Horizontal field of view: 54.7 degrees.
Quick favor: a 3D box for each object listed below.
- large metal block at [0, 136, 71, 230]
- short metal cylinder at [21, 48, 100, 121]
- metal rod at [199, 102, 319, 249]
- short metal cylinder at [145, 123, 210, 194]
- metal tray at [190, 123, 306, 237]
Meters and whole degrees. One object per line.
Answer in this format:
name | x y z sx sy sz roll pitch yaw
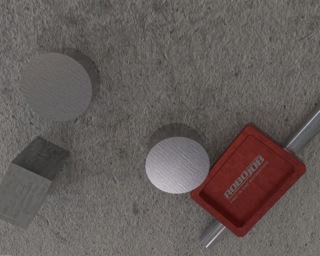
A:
large metal block | -0.167 0.069 0.404 0.050 0.080 0.080 29 108 -10
short metal cylinder | -0.118 -0.054 0.375 0.081 0.050 0.079 0 110 0
metal rod | 0.155 0.059 0.432 0.025 0.025 0.299 33 107 -12
short metal cylinder | 0.022 0.039 0.411 0.081 0.050 0.079 0 110 0
metal tray | 0.115 0.070 0.416 0.090 0.030 0.129 39 106 10
